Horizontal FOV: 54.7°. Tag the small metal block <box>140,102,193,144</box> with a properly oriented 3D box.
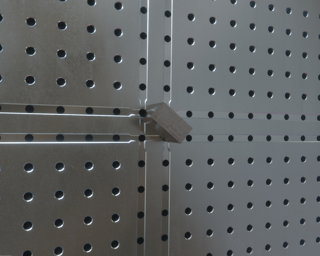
[{"bbox_3d":[0.007,-0.006,0.403,0.050,0.050,0.025,42,77,-16],"label":"small metal block"}]
